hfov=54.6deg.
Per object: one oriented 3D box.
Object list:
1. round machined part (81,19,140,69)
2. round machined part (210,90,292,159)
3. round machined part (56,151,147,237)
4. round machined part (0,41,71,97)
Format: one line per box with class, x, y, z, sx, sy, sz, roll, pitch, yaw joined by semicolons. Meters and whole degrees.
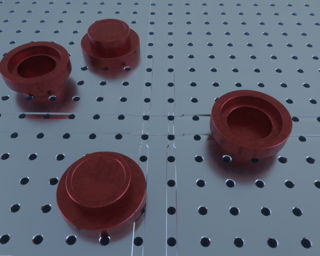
round machined part;-0.083;-0.147;0.520;0.099;0.042;0.098;0;50;0
round machined part;0.113;-0.001;0.398;0.099;0.042;0.098;0;50;0
round machined part;-0.065;0.065;0.342;0.099;0.042;0.098;0;50;0
round machined part;-0.183;-0.085;0.467;0.099;0.042;0.098;0;50;0
